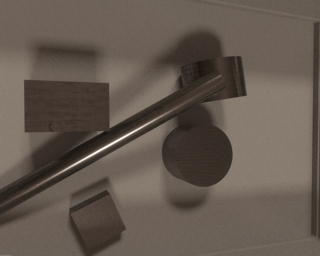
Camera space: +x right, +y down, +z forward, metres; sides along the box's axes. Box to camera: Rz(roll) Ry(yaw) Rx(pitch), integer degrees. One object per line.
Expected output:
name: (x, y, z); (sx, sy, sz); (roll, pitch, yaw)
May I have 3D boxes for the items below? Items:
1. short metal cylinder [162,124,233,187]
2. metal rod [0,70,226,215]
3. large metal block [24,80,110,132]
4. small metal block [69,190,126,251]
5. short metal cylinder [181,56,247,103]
short metal cylinder: (0.049, 0.035, 0.417); (0.081, 0.050, 0.079); (0, 90, -21)
metal rod: (-0.062, 0.018, 0.349); (0.301, 0.025, 0.025); (-29, 101, -3)
large metal block: (-0.104, -0.021, 0.343); (0.081, 0.080, 0.050); (-1, 91, -20)
small metal block: (-0.077, 0.113, 0.383); (0.050, 0.025, 0.050); (-25, 99, -19)
short metal cylinder: (0.070, -0.061, 0.409); (0.081, 0.080, 0.050); (-10, 94, -20)
